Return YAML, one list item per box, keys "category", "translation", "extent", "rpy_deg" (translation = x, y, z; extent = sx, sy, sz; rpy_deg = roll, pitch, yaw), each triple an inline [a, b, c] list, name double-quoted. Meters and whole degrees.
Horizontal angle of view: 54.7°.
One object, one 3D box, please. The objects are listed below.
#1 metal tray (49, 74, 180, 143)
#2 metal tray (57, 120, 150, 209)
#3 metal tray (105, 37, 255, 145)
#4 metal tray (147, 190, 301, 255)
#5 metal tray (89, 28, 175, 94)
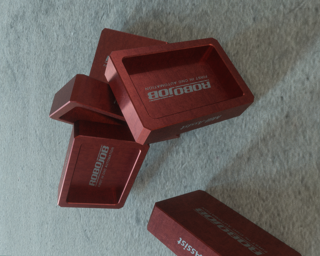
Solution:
- category: "metal tray"
  translation: [-0.051, -0.015, 0.361]
  extent: [0.090, 0.131, 0.030]
  rpy_deg: [-16, 61, 56]
- category: "metal tray"
  translation: [-0.077, 0.053, 0.404]
  extent: [0.030, 0.091, 0.129]
  rpy_deg: [-108, 34, -48]
- category: "metal tray"
  translation: [0.021, -0.043, 0.317]
  extent: [0.090, 0.131, 0.030]
  rpy_deg: [63, 151, 20]
- category: "metal tray"
  translation: [0.063, 0.114, 0.309]
  extent: [0.130, 0.091, 0.030]
  rpy_deg: [29, 108, 36]
- category: "metal tray"
  translation: [-0.041, -0.082, 0.429]
  extent: [0.130, 0.030, 0.089]
  rpy_deg: [25, 101, 37]
